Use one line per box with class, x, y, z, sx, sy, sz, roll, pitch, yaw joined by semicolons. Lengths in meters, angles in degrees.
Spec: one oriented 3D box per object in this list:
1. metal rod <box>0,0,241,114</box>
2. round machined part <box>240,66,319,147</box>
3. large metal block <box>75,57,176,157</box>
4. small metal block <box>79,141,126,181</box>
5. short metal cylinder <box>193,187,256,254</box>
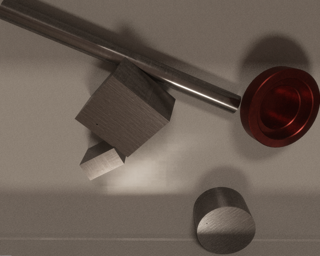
metal rod;-0.041;-0.084;0.379;0.302;0.025;0.025;21;109;-8
round machined part;0.143;-0.028;0.385;0.099;0.042;0.097;-6;111;-15
large metal block;-0.041;-0.023;0.375;0.080;0.050;0.080;39;124;-16
small metal block;-0.073;0.037;0.411;0.050;0.050;0.025;-26;108;9
short metal cylinder;0.091;0.133;0.448;0.081;0.050;0.079;0;110;-1
